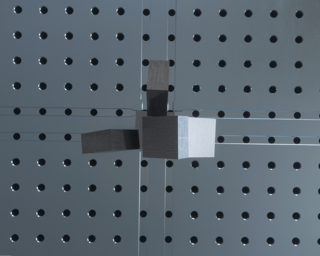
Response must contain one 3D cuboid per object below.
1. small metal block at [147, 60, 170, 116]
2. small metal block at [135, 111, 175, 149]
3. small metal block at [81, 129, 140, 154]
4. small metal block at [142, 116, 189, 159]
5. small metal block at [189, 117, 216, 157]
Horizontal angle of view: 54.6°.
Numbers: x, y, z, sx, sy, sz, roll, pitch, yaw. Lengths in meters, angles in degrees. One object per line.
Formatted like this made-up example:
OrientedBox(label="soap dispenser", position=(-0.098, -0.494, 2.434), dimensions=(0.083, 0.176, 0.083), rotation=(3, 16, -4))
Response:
OrientedBox(label="small metal block", position=(-0.002, -0.049, 0.391), dimensions=(0.025, 0.050, 0.050), rotation=(3, 54, 1))
OrientedBox(label="small metal block", position=(-0.007, 0.003, 0.414), dimensions=(0.050, 0.025, 0.050), rotation=(2, 90, 0))
OrientedBox(label="small metal block", position=(-0.062, 0.017, 0.390), dimensions=(0.050, 0.050, 0.025), rotation=(-9, 84, 35))
OrientedBox(label="small metal block", position=(0.006, 0.011, 0.377), dimensions=(0.050, 0.025, 0.050), rotation=(0, 90, 33))
OrientedBox(label="small metal block", position=(0.044, 0.012, 0.403), dimensions=(0.050, 0.025, 0.050), rotation=(3, 90, -31))
